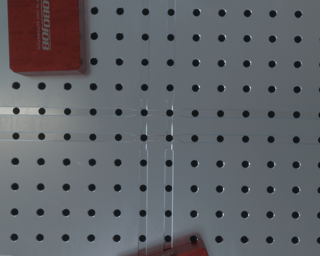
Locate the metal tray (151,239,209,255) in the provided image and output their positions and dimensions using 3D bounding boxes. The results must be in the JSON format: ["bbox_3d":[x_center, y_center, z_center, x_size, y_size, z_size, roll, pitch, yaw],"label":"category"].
[{"bbox_3d":[0.011,0.214,0.410,0.131,0.030,0.090,-19,90,0],"label":"metal tray"}]

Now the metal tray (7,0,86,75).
[{"bbox_3d":[-0.149,-0.137,0.409,0.091,0.030,0.129,-2,90,0],"label":"metal tray"}]
